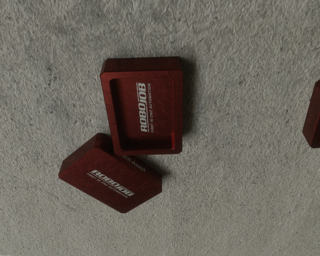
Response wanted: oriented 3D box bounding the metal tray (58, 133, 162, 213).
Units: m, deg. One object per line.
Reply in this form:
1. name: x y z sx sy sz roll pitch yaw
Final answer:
1. metal tray: -0.071 0.073 0.465 0.090 0.030 0.130 -36 122 26

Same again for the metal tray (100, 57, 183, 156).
1. metal tray: -0.018 -0.022 0.384 0.091 0.030 0.129 -2 130 1

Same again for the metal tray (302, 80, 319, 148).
1. metal tray: 0.258 -0.020 0.388 0.131 0.030 0.089 -4 130 3
